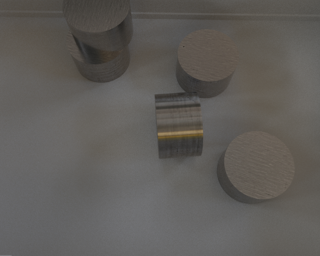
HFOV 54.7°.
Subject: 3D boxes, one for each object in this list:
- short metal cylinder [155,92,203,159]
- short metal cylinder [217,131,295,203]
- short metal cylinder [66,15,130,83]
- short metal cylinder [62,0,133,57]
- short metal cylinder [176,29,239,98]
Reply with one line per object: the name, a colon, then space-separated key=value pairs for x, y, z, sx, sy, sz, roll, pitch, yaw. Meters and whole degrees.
short metal cylinder: x=0.021 y=-0.003 z=0.382 sx=0.050 sy=0.080 sz=0.080 roll=-4 pitch=70 yaw=-1
short metal cylinder: x=0.114 y=0.050 z=0.379 sx=0.081 sy=0.050 sz=0.080 roll=0 pitch=70 yaw=0
short metal cylinder: x=-0.085 y=-0.111 z=0.436 sx=0.081 sy=0.050 sz=0.080 roll=0 pitch=70 yaw=0
short metal cylinder: x=-0.076 y=-0.139 z=0.393 sx=0.081 sy=0.050 sz=0.080 roll=0 pitch=70 yaw=0
short metal cylinder: x=0.063 y=-0.088 z=0.429 sx=0.081 sy=0.050 sz=0.080 roll=0 pitch=70 yaw=0
